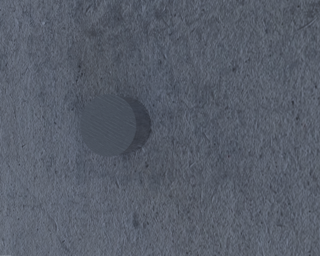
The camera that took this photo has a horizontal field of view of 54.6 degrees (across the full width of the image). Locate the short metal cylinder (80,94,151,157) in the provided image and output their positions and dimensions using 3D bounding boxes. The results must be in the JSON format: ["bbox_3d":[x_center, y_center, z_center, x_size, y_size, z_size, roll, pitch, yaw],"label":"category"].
[{"bbox_3d":[-0.058,-0.004,0.417,0.080,0.050,0.080,0,90,20],"label":"short metal cylinder"}]
